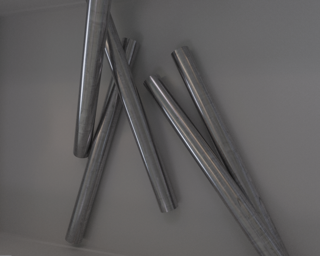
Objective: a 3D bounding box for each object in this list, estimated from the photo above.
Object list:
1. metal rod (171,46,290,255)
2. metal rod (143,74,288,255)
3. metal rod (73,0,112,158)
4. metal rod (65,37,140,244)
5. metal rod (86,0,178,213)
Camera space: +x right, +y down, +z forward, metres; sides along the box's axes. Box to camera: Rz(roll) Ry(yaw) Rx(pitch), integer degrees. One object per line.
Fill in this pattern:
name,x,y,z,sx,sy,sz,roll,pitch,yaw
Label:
metal rod,0.086,0.035,0.379,0.025,0.025,0.299,-27,81,18
metal rod,0.067,0.054,0.367,0.025,0.025,0.299,-39,71,16
metal rod,-0.080,-0.083,0.370,0.025,0.025,0.298,28,126,17
metal rod,-0.083,0.022,0.439,0.025,0.025,0.298,19,96,19
metal rod,-0.037,-0.035,0.403,0.025,0.025,0.299,-19,91,19
